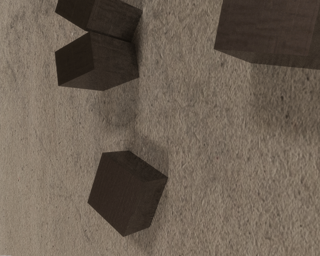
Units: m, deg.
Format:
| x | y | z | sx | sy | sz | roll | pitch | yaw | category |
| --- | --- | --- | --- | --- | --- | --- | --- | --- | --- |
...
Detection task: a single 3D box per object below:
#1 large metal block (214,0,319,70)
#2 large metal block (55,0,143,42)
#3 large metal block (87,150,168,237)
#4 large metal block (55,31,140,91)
| x | y | z | sx | sy | sz | roll | pitch | yaw | category |
| --- | --- | --- | --- | --- | --- | --- | --- | --- | --- |
| 0.108 | -0.086 | 0.279 | 0.080 | 0.081 | 0.050 | 16 | 100 | 38 | large metal block |
| -0.086 | -0.165 | 0.438 | 0.080 | 0.081 | 0.050 | 37 | 113 | 33 | large metal block |
| -0.046 | 0.086 | 0.424 | 0.080 | 0.050 | 0.079 | 30 | 109 | 35 | large metal block |
| -0.089 | -0.090 | 0.440 | 0.080 | 0.081 | 0.050 | -13 | 82 | 39 | large metal block |
